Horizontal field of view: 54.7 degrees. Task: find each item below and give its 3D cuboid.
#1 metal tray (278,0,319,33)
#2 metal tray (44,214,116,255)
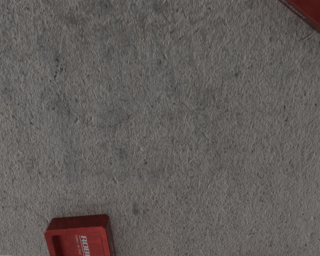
[{"bbox_3d":[0.175,-0.175,0.344,0.130,0.030,0.090,33,107,-12],"label":"metal tray"},{"bbox_3d":[-0.117,0.199,0.479,0.091,0.030,0.129,-5,110,1],"label":"metal tray"}]
